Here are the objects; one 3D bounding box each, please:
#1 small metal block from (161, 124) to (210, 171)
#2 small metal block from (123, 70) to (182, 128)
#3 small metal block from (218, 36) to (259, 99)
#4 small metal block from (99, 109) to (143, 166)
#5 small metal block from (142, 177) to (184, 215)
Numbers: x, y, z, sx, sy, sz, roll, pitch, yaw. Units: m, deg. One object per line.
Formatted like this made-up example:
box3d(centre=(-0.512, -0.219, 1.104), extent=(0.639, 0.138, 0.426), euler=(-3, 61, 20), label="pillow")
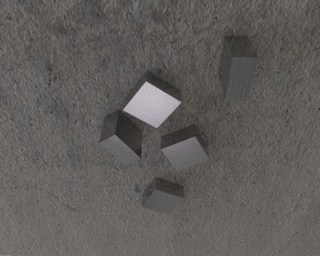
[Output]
box3d(centre=(0.035, 0.028, 0.432), extent=(0.050, 0.025, 0.050), euler=(-22, 127, 17), label="small metal block")
box3d(centre=(-0.010, -0.034, 0.378), extent=(0.050, 0.025, 0.050), euler=(28, 124, -22), label="small metal block")
box3d(centre=(0.083, -0.066, 0.335), extent=(0.025, 0.050, 0.050), euler=(1, 130, -1), label="small metal block")
box3d(centre=(-0.049, 0.012, 0.401), extent=(0.025, 0.050, 0.050), euler=(-28, 125, 22), label="small metal block")
box3d(centre=(0.004, 0.111, 0.502), extent=(0.050, 0.025, 0.050), euler=(20, 127, -17), label="small metal block")
